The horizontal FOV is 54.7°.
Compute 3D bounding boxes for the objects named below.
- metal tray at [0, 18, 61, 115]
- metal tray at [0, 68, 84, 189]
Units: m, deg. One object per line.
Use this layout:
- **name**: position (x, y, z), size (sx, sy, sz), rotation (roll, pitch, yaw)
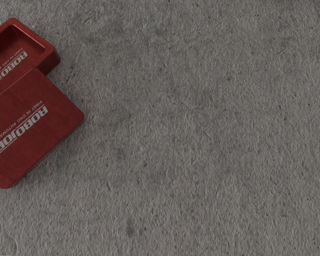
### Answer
- **metal tray**: position (-0.219, -0.084, 0.434), size (0.090, 0.030, 0.130), rotation (37, 74, 12)
- **metal tray**: position (-0.173, 0.000, 0.390), size (0.090, 0.030, 0.130), rotation (46, 75, -4)
